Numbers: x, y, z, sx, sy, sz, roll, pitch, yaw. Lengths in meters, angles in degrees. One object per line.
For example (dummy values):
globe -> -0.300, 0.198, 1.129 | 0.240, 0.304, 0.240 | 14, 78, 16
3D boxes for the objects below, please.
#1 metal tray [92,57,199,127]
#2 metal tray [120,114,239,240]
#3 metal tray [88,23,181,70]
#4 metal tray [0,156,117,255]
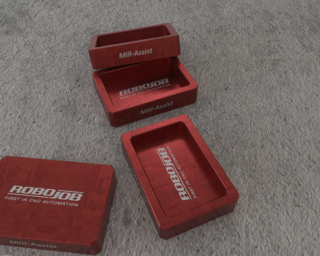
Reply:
metal tray -> -0.022, -0.059, 0.449 | 0.131, 0.030, 0.090 | -18, 52, -15
metal tray -> 0.018, 0.049, 0.358 | 0.091, 0.030, 0.130 | -18, 52, -15
metal tray -> -0.040, -0.129, 0.481 | 0.131, 0.030, 0.090 | -10, 31, -2
metal tray -> -0.120, 0.080, 0.332 | 0.131, 0.030, 0.090 | 5, 50, 4
